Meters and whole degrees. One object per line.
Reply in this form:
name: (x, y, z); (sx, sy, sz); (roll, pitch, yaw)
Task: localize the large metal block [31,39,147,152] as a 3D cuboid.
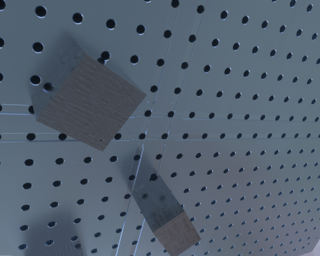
large metal block: (-0.076, -0.033, 0.333); (0.080, 0.050, 0.080); (32, 101, -38)

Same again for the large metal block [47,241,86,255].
large metal block: (-0.137, 0.223, 0.438); (0.081, 0.080, 0.050); (-20, 126, -17)

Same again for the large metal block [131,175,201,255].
large metal block: (0.009, 0.131, 0.461); (0.050, 0.080, 0.080); (-33, 129, -7)
